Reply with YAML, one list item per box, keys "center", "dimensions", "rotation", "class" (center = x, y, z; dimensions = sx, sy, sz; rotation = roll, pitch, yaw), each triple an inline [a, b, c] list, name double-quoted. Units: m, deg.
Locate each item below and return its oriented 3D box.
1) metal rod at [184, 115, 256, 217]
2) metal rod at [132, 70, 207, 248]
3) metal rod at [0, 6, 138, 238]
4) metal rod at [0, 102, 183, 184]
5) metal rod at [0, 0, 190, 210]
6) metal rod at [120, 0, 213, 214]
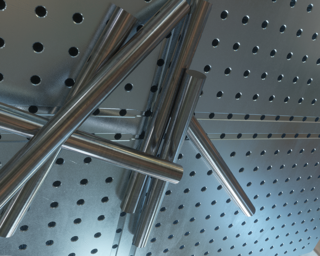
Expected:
- center: [0.101, 0.071, 0.508]
  dimensions: [0.025, 0.025, 0.300]
  rotation: [-40, 129, -1]
  class: "metal rod"
- center: [0.005, 0.061, 0.434]
  dimensions: [0.025, 0.025, 0.298]
  rotation: [-1, 124, -28]
  class: "metal rod"
- center: [-0.113, 0.004, 0.351]
  dimensions: [0.025, 0.025, 0.299]
  rotation: [24, 106, -37]
  class: "metal rod"
- center: [-0.104, 0.008, 0.326]
  dimensions: [0.302, 0.025, 0.025]
  rotation: [22, 107, -26]
  class: "metal rod"
- center: [-0.074, -0.026, 0.307]
  dimensions: [0.300, 0.025, 0.025]
  rotation: [-49, 130, -13]
  class: "metal rod"
- center: [0.001, -0.013, 0.402]
  dimensions: [0.025, 0.025, 0.298]
  rotation: [6, 115, -31]
  class: "metal rod"
